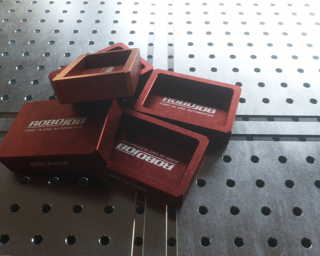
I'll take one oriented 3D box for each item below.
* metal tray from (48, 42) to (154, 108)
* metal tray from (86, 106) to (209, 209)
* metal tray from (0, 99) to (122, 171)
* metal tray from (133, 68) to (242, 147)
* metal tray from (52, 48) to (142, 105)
[{"bbox_3d":[-0.085,-0.074,0.465,0.131,0.030,0.090,-32,56,-24],"label":"metal tray"},{"bbox_3d":[-0.017,0.031,0.377,0.130,0.030,0.090,20,53,16],"label":"metal tray"},{"bbox_3d":[-0.120,0.005,0.377,0.130,0.030,0.090,-4,49,15],"label":"metal tray"},{"bbox_3d":[0.039,-0.032,0.430,0.130,0.030,0.090,14,52,11],"label":"metal tray"},{"bbox_3d":[-0.075,-0.073,0.410,0.090,0.030,0.130,-6,26,5],"label":"metal tray"}]
